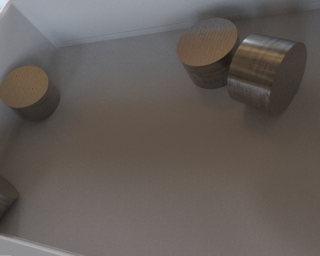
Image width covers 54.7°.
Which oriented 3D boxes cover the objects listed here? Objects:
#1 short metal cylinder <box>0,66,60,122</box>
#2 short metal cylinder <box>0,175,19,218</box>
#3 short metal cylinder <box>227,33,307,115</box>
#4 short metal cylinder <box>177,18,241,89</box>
[{"bbox_3d":[-0.218,-0.057,0.524,0.080,0.050,0.080,-2,65,4],"label":"short metal cylinder"},{"bbox_3d":[-0.255,0.096,0.446,0.080,0.080,0.050,31,79,38],"label":"short metal cylinder"},{"bbox_3d":[0.119,-0.060,0.345,0.050,0.080,0.080,27,77,37],"label":"short metal cylinder"},{"bbox_3d":[0.069,-0.099,0.414,0.080,0.050,0.080,-13,56,21],"label":"short metal cylinder"}]
